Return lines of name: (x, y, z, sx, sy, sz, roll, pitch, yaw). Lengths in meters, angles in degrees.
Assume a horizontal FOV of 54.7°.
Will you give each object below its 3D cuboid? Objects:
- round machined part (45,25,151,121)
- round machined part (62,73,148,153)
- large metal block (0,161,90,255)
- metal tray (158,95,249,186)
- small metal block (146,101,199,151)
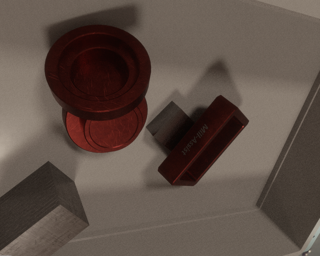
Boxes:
round machined part: (-0.060, -0.051, 0.310, 0.099, 0.098, 0.042, -22, 162, -16)
round machined part: (-0.059, -0.011, 0.360, 0.099, 0.042, 0.097, -14, 125, -21)
large metal block: (-0.139, 0.099, 0.359, 0.080, 0.080, 0.050, -38, 130, -3)
metal tray: (0.064, 0.023, 0.434, 0.130, 0.030, 0.090, -51, 154, 8)
small metal block: (0.018, 0.000, 0.420, 0.050, 0.025, 0.050, -45, 130, 3)
